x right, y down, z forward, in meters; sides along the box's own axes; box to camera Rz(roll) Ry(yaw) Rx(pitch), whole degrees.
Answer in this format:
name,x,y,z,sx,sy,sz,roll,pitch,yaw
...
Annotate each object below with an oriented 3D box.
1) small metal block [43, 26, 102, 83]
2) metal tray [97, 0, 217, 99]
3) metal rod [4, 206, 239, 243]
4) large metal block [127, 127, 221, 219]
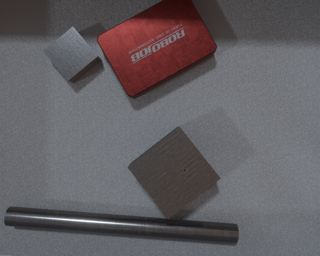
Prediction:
name,x,y,z,sx,sy,sz,roll,pitch,yaw
small metal block,-0.115,-0.096,0.410,0.050,0.025,0.050,-40,91,0
metal tray,-0.004,-0.108,0.409,0.130,0.030,0.090,-29,90,-1
metal rod,-0.049,0.128,0.410,0.302,0.025,0.025,5,90,-1
large metal block,0.017,0.054,0.399,0.080,0.050,0.080,-38,91,0
